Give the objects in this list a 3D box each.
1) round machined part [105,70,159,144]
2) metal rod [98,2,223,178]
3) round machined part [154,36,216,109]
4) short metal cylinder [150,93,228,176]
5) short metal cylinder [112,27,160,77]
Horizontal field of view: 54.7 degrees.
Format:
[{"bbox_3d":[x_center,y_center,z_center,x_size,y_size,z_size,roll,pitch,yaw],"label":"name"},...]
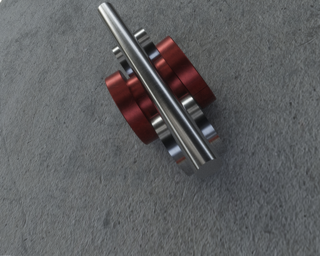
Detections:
[{"bbox_3d":[-0.024,-0.031,0.387,0.042,0.098,0.098,-32,52,3],"label":"round machined part"},{"bbox_3d":[-0.018,-0.067,0.353,0.025,0.025,0.300,-34,52,5],"label":"metal rod"},{"bbox_3d":[0.024,-0.062,0.383,0.042,0.098,0.098,-37,51,9],"label":"round machined part"},{"bbox_3d":[0.032,0.007,0.347,0.050,0.080,0.080,-34,52,6],"label":"short metal cylinder"},{"bbox_3d":[-0.024,-0.094,0.438,0.050,0.080,0.080,-34,52,6],"label":"short metal cylinder"}]
